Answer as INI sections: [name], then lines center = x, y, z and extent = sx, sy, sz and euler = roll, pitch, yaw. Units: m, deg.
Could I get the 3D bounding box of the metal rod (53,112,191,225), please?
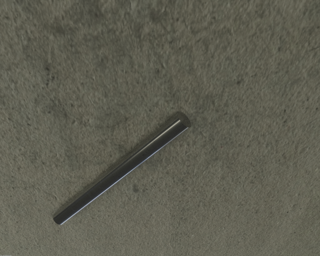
[metal rod]
center = -0.071, 0.073, 0.467
extent = 0.025, 0.025, 0.299
euler = 36, 121, -27
